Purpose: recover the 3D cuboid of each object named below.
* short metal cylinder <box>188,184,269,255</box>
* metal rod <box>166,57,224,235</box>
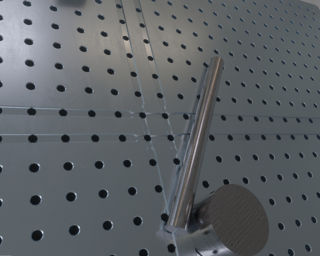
[{"bbox_3d":[0.080,0.113,0.366,0.081,0.050,0.080,14,56,-21],"label":"short metal cylinder"},{"bbox_3d":[0.058,0.001,0.438,0.025,0.025,0.300,28,52,-11],"label":"metal rod"}]
